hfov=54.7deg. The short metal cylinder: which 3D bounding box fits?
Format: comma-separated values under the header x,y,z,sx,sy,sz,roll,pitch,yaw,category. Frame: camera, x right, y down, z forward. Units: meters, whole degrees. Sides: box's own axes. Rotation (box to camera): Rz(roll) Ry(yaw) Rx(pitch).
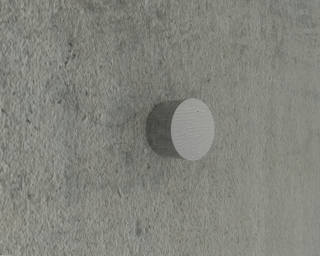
x,y,z,sx,sy,sz,roll,pitch,yaw,category
0.028,0.002,0.415,0.081,0.050,0.079,0,90,-40,short metal cylinder
